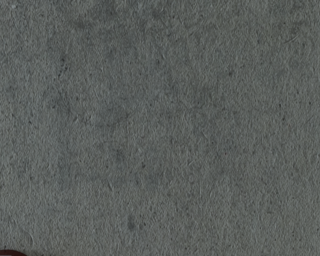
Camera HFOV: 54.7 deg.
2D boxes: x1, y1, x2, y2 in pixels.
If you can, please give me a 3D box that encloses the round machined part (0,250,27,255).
[{"bbox_3d":[-0.208,0.213,0.399,0.099,0.042,0.097,0,90,-1],"label":"round machined part"}]
